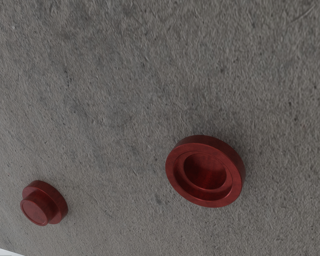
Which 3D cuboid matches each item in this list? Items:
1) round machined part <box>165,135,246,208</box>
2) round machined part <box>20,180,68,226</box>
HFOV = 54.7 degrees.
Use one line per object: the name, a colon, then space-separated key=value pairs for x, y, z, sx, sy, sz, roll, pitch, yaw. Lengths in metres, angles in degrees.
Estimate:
round machined part: x=0.060 y=0.050 z=0.395 sx=0.098 sy=0.042 sz=0.097 roll=13 pitch=124 yaw=21
round machined part: x=-0.237 y=0.156 z=0.618 sx=0.098 sy=0.042 sz=0.097 roll=13 pitch=124 yaw=21
